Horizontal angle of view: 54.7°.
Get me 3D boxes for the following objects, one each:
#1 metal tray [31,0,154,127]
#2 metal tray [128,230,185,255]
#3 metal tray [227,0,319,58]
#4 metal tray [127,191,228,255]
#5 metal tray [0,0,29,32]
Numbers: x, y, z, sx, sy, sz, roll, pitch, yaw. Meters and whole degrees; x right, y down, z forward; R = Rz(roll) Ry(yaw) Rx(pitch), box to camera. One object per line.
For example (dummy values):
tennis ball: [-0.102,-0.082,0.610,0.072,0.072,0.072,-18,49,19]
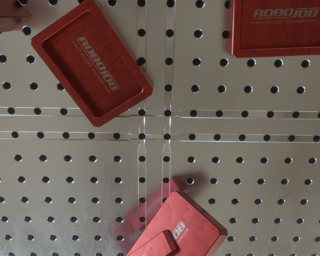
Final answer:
metal tray: [-0.079,-0.077,0.381,0.090,0.030,0.130,-31,108,10]
metal tray: [-0.013,0.201,0.457,0.130,0.030,0.090,-39,145,13]
metal tray: [0.148,-0.131,0.364,0.131,0.030,0.089,-2,110,0]
metal tray: [0.019,0.165,0.427,0.130,0.090,0.030,-55,144,3]
metal tray: [-0.194,-0.138,0.304,0.030,0.130,0.090,-34,107,11]
